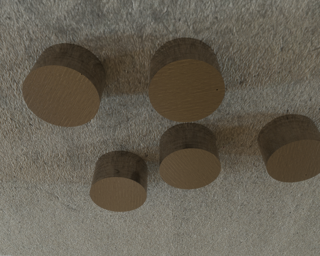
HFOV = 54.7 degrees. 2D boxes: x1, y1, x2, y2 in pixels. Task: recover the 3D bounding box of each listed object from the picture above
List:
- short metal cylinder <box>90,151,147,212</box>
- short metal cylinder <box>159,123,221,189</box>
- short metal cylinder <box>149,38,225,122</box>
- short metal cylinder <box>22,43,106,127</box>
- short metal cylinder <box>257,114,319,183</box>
[{"bbox_3d":[-0.059,0.080,0.458,0.081,0.050,0.079,0,130,0],"label":"short metal cylinder"},{"bbox_3d":[0.039,0.039,0.424,0.081,0.050,0.079,0,130,0],"label":"short metal cylinder"},{"bbox_3d":[0.028,-0.053,0.346,0.081,0.050,0.079,0,130,0],"label":"short metal cylinder"},{"bbox_3d":[-0.105,-0.048,0.349,0.081,0.050,0.079,0,130,0],"label":"short metal cylinder"},{"bbox_3d":[0.178,0.028,0.416,0.081,0.050,0.079,0,130,0],"label":"short metal cylinder"}]
